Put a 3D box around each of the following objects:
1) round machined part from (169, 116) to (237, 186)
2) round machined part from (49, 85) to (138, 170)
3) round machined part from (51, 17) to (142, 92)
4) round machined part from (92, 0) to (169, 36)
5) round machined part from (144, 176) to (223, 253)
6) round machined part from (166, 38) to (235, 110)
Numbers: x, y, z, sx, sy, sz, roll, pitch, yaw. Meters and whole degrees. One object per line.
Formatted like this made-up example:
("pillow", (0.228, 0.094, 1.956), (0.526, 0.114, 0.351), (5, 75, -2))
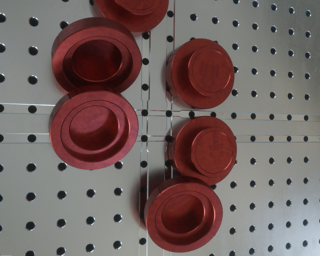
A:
("round machined part", (0.065, 0.032, 0.427), (0.099, 0.042, 0.097), (0, 90, -20))
("round machined part", (-0.078, -0.004, 0.362), (0.099, 0.042, 0.097), (-10, 118, -20))
("round machined part", (-0.074, -0.083, 0.358), (0.099, 0.042, 0.098), (-12, 139, -11))
("round machined part", (-0.034, -0.170, 0.391), (0.099, 0.042, 0.097), (0, 90, -20))
("round machined part", (0.028, 0.107, 0.404), (0.099, 0.042, 0.097), (-3, 105, -10))
("round machined part", (0.061, -0.075, 0.426), (0.099, 0.042, 0.097), (0, 90, -20))
